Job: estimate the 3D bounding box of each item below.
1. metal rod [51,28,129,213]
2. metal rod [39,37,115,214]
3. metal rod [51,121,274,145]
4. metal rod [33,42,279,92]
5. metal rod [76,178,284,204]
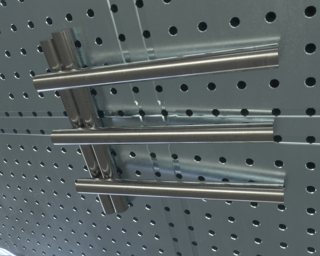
[{"bbox_3d":[-0.096,0.005,0.462,0.025,0.025,0.298,1,119,27],"label":"metal rod"},{"bbox_3d":[-0.117,0.012,0.477,0.025,0.025,0.298,1,119,27],"label":"metal rod"},{"bbox_3d":[-0.013,0.009,0.402,0.301,0.025,0.025,-2,118,21],"label":"metal rod"},{"bbox_3d":[-0.022,-0.066,0.362,0.301,0.025,0.025,-2,118,22],"label":"metal rod"},{"bbox_3d":[0.013,0.086,0.437,0.301,0.025,0.025,-2,118,22],"label":"metal rod"}]
